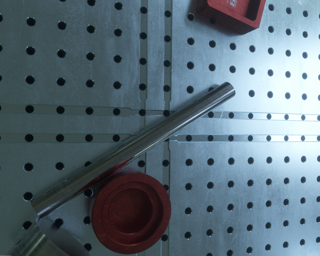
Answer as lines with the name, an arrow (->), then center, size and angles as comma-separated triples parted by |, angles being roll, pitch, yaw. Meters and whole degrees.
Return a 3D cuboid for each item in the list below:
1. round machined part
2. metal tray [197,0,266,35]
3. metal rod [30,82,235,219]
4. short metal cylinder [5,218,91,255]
round machined part -> -0.039, 0.102, 0.390 | 0.099, 0.042, 0.097 | 0, 90, -21
metal tray -> 0.114, -0.216, 0.453 | 0.091, 0.030, 0.129 | 18, 84, -20
metal rod -> -0.021, 0.019, 0.405 | 0.302, 0.025, 0.025 | -32, 101, -18
short metal cylinder -> -0.121, 0.144, 0.339 | 0.080, 0.080, 0.050 | 42, 77, -16
